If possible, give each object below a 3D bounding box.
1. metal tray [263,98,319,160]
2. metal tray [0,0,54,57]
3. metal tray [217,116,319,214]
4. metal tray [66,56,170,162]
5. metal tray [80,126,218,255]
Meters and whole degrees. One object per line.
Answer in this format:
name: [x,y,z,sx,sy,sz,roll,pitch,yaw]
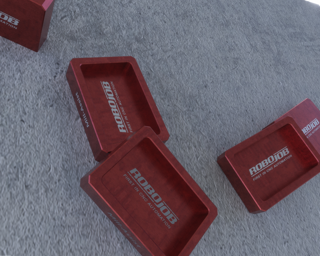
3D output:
metal tray: [0.241,0.010,0.524,0.131,0.030,0.090,-27,77,-37]
metal tray: [-0.197,-0.148,0.361,0.131,0.090,0.030,24,55,-15]
metal tray: [0.157,0.049,0.434,0.131,0.030,0.090,-26,76,-22]
metal tray: [-0.054,-0.029,0.388,0.091,0.030,0.130,-11,67,-33]
metal tray: [-0.007,0.074,0.328,0.130,0.030,0.090,51,57,-7]
